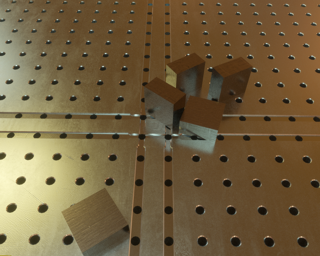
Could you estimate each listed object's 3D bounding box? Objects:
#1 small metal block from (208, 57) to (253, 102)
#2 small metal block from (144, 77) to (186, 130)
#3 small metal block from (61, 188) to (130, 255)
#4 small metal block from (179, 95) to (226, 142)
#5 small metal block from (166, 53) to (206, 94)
[{"bbox_3d":[0.102,-0.070,0.451,0.050,0.050,0.025,-23,54,-19],"label":"small metal block"},{"bbox_3d":[0.006,-0.033,0.419,0.050,0.050,0.025,34,58,24],"label":"small metal block"},{"bbox_3d":[-0.067,0.099,0.323,0.050,0.025,0.050,-27,55,-21],"label":"small metal block"},{"bbox_3d":[0.057,-0.013,0.420,0.050,0.025,0.050,15,51,12],"label":"small metal block"},{"bbox_3d":[0.037,-0.076,0.456,0.050,0.050,0.025,-27,55,-21],"label":"small metal block"}]
